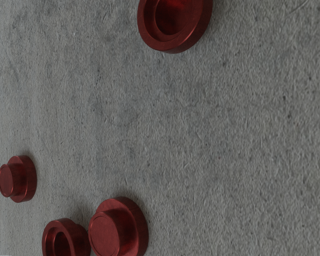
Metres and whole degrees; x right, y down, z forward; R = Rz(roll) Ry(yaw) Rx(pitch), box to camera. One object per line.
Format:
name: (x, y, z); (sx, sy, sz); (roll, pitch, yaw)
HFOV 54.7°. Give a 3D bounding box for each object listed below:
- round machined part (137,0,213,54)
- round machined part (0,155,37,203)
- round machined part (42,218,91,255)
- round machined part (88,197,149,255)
round machined part: (0.022, -0.139, 0.376); (0.098, 0.042, 0.097); (0, 90, 40)
round machined part: (-0.300, 0.107, 0.642); (0.098, 0.042, 0.097); (0, 90, 40)
round machined part: (-0.154, 0.200, 0.521); (0.098, 0.042, 0.097); (0, 90, 40)
round machined part: (-0.067, 0.152, 0.449); (0.098, 0.042, 0.097); (0, 90, 40)
